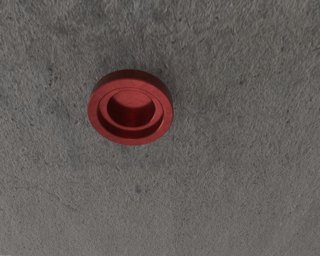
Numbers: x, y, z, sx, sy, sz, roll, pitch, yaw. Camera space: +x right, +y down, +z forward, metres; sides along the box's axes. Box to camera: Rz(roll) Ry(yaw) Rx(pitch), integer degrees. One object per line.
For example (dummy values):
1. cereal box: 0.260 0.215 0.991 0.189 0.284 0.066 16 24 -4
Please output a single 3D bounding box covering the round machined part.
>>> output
1. round machined part: -0.033 -0.028 0.372 0.099 0.042 0.097 0 130 0
